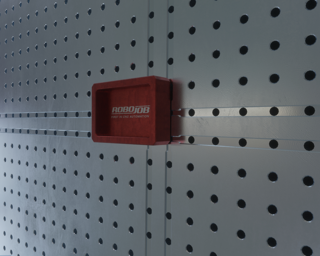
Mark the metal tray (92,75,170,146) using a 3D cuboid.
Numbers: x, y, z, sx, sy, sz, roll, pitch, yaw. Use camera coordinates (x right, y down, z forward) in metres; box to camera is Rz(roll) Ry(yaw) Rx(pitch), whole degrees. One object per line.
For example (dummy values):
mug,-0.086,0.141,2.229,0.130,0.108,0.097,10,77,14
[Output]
metal tray,-0.045,-0.023,0.444,0.130,0.030,0.090,0,90,40
